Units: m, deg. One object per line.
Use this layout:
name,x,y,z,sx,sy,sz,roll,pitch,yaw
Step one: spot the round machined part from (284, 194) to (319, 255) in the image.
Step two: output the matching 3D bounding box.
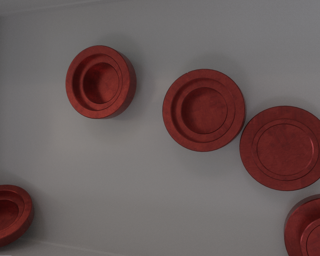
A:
round machined part,0.187,0.124,0.335,0.098,0.042,0.097,0,90,20

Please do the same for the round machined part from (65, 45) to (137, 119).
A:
round machined part,-0.077,-0.061,0.429,0.098,0.042,0.097,0,90,20

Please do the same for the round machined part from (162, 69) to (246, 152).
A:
round machined part,0.056,-0.021,0.382,0.098,0.042,0.097,0,90,20

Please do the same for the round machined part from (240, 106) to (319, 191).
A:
round machined part,0.141,0.023,0.352,0.098,0.042,0.097,0,90,20

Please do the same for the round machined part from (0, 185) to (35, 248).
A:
round machined part,-0.242,0.137,0.468,0.098,0.098,0.042,23,134,18
